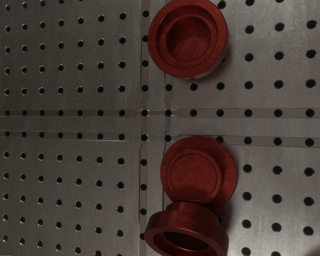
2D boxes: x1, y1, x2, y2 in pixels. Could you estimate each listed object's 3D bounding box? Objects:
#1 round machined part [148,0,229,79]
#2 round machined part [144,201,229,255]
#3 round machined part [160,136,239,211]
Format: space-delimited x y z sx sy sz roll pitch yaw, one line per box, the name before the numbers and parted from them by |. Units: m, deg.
round machined part | 0.038 -0.109 0.390 0.098 0.042 0.097 0 90 19
round machined part | 0.034 0.125 0.373 0.098 0.042 0.097 12 138 11
round machined part | 0.046 0.058 0.387 0.098 0.042 0.097 0 90 19
